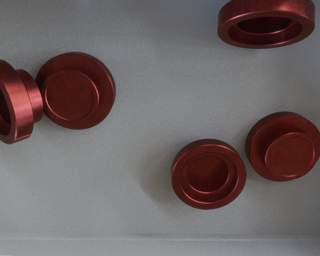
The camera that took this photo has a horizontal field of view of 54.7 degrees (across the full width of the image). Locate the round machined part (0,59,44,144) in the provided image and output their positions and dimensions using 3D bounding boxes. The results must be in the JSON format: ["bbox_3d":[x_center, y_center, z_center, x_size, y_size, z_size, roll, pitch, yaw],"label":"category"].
[{"bbox_3d":[-0.176,-0.033,0.370,0.098,0.042,0.097,20,121,36],"label":"round machined part"}]

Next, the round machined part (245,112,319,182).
[{"bbox_3d":[0.169,0.030,0.416,0.099,0.042,0.097,0,110,-1],"label":"round machined part"}]

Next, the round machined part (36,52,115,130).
[{"bbox_3d":[-0.107,-0.043,0.385,0.099,0.042,0.097,0,110,-1],"label":"round machined part"}]

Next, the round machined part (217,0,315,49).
[{"bbox_3d":[0.113,-0.123,0.335,0.099,0.098,0.042,4,84,-2],"label":"round machined part"}]

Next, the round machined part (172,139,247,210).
[{"bbox_3d":[0.064,0.059,0.425,0.099,0.042,0.097,0,110,-1],"label":"round machined part"}]
